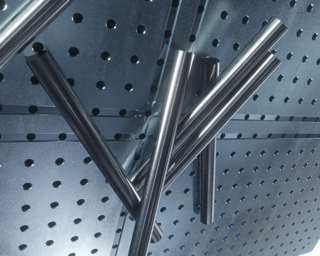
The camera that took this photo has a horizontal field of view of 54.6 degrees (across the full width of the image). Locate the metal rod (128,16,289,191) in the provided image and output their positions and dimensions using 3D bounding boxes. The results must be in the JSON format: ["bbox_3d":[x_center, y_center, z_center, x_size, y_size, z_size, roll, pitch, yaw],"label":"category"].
[{"bbox_3d":[0.044,-0.013,0.400,0.025,0.025,0.299,29,110,-38],"label":"metal rod"}]

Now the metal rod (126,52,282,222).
[{"bbox_3d":[0.049,0.022,0.425,0.025,0.025,0.299,26,112,-37],"label":"metal rod"}]

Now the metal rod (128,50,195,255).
[{"bbox_3d":[-0.003,0.053,0.393,0.025,0.025,0.298,8,100,-32],"label":"metal rod"}]

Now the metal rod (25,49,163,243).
[{"bbox_3d":[-0.064,0.044,0.380,0.025,0.025,0.299,-31,122,-8],"label":"metal rod"}]

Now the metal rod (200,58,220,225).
[{"bbox_3d":[0.073,0.039,0.474,0.025,0.025,0.298,-17,126,-18],"label":"metal rod"}]

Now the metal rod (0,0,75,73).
[{"bbox_3d":[-0.095,-0.120,0.284,0.300,0.025,0.025,-43,129,2],"label":"metal rod"}]
